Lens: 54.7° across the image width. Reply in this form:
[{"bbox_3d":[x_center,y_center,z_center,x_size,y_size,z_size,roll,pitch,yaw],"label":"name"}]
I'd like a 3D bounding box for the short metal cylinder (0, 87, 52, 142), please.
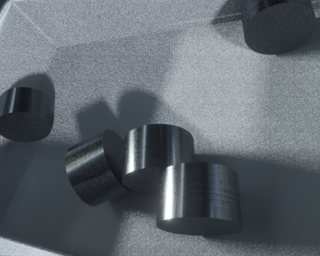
[{"bbox_3d":[-0.216,-0.020,0.496,0.080,0.080,0.050,-22,54,15],"label":"short metal cylinder"}]

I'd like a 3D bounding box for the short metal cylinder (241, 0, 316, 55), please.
[{"bbox_3d":[0.142,-0.136,0.379,0.080,0.080,0.050,-11,57,22],"label":"short metal cylinder"}]

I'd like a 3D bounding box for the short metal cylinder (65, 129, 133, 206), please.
[{"bbox_3d":[-0.068,0.048,0.377,0.050,0.080,0.080,-25,53,13],"label":"short metal cylinder"}]

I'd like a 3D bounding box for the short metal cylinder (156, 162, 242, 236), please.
[{"bbox_3d":[0.038,0.073,0.306,0.080,0.080,0.050,-10,58,23],"label":"short metal cylinder"}]

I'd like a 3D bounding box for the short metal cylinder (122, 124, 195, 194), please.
[{"bbox_3d":[-0.001,0.037,0.348,0.080,0.080,0.050,-14,56,20],"label":"short metal cylinder"}]
